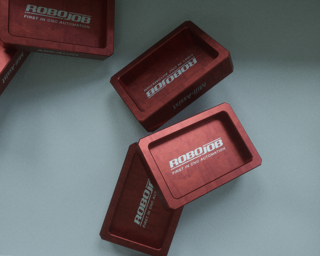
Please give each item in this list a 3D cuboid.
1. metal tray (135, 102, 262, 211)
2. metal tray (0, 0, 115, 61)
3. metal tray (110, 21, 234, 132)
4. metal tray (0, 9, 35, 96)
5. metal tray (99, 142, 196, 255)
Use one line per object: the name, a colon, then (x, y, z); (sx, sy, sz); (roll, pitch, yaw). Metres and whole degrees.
metal tray: (0.047, 0.033, 0.381); (0.131, 0.030, 0.090); (-23, 77, -17)
metal tray: (-0.123, -0.137, 0.379); (0.131, 0.030, 0.089); (1, 90, -27)
metal tray: (0.012, -0.066, 0.385); (0.130, 0.030, 0.090); (-37, 55, 0)
metal tray: (-0.222, -0.091, 0.378); (0.090, 0.030, 0.130); (21, 63, -2)
metal tray: (-0.015, 0.093, 0.408); (0.090, 0.030, 0.129); (19, 90, 0)
